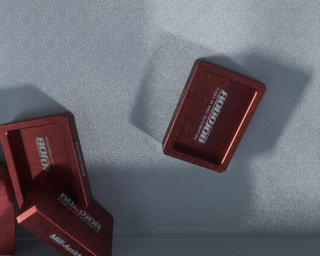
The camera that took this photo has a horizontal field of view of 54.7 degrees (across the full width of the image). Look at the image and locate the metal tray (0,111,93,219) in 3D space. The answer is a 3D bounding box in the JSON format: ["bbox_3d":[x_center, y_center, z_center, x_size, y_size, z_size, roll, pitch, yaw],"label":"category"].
[{"bbox_3d":[-0.150,0.049,0.412,0.090,0.030,0.129,-10,100,3],"label":"metal tray"}]

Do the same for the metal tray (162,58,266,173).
[{"bbox_3d":[0.066,-0.014,0.403,0.091,0.030,0.129,19,109,-7],"label":"metal tray"}]

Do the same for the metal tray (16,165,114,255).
[{"bbox_3d":[-0.116,0.120,0.409,0.030,0.090,0.130,-34,116,12],"label":"metal tray"}]

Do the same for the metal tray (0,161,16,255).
[{"bbox_3d":[-0.244,0.115,0.408,0.091,0.030,0.129,-4,99,-38],"label":"metal tray"}]
